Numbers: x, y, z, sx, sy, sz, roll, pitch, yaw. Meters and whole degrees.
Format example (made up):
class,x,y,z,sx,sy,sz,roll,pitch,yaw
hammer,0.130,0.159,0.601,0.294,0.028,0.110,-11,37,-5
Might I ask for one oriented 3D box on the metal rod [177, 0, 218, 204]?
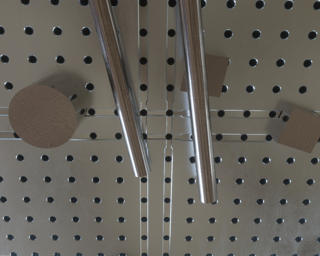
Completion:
class,x,y,z,sx,sy,sz,roll,pitch,yaw
metal rod,0.046,-0.042,0.371,0.025,0.025,0.298,-8,110,3

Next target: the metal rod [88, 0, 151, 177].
class,x,y,z,sx,sy,sz,roll,pitch,yaw
metal rod,-0.054,-0.074,0.385,0.025,0.025,0.298,-11,110,4

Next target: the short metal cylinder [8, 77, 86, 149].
class,x,y,z,sx,sy,sz,roll,pitch,yaw
short metal cylinder,-0.139,-0.021,0.391,0.081,0.050,0.079,0,110,0

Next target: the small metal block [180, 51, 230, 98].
class,x,y,z,sx,sy,sz,roll,pitch,yaw
small metal block,0.054,-0.069,0.388,0.050,0.025,0.050,9,110,-4

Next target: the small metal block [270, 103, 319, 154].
class,x,y,z,sx,sy,sz,roll,pitch,yaw
small metal block,0.186,0.000,0.415,0.050,0.025,0.050,18,109,-7
